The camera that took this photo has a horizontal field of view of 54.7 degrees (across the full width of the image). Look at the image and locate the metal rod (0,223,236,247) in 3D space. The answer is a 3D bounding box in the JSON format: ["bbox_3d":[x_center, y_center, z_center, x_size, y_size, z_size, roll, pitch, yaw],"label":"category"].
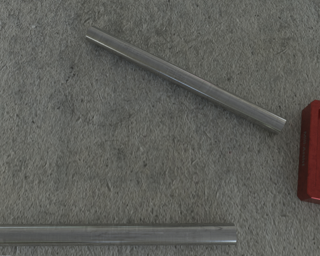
[{"bbox_3d":[-0.064,0.124,0.362,0.302,0.025,0.025,0,70,0],"label":"metal rod"}]

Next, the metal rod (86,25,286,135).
[{"bbox_3d":[0.029,-0.070,0.434,0.301,0.025,0.025,28,72,9],"label":"metal rod"}]

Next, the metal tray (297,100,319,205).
[{"bbox_3d":[0.229,0.035,0.394,0.090,0.030,0.130,11,70,4],"label":"metal tray"}]
